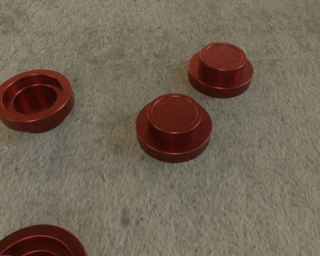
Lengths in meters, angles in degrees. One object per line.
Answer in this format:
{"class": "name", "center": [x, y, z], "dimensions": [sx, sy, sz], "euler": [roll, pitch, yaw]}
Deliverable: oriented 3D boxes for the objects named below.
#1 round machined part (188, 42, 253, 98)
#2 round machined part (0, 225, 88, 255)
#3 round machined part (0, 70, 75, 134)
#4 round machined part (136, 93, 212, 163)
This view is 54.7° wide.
{"class": "round machined part", "center": [0.093, -0.094, 0.473], "dimensions": [0.099, 0.042, 0.098], "euler": [0, 50, 0]}
{"class": "round machined part", "center": [-0.108, 0.140, 0.273], "dimensions": [0.099, 0.042, 0.098], "euler": [0, 50, 0]}
{"class": "round machined part", "center": [-0.165, -0.031, 0.416], "dimensions": [0.099, 0.042, 0.098], "euler": [0, 50, 0]}
{"class": "round machined part", "center": [0.018, -0.007, 0.398], "dimensions": [0.099, 0.042, 0.098], "euler": [0, 50, 0]}
